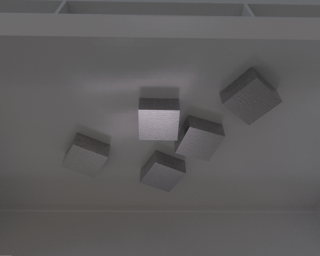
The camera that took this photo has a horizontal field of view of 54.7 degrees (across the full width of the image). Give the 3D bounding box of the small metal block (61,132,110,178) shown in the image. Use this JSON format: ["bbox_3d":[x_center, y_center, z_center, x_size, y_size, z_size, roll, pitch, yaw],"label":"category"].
[{"bbox_3d":[-0.106,0.040,0.442,0.050,0.025,0.050,23,126,-19],"label":"small metal block"}]

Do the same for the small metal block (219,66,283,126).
[{"bbox_3d":[0.110,-0.038,0.378,0.050,0.025,0.050,34,122,-26],"label":"small metal block"}]

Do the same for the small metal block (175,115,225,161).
[{"bbox_3d":[0.053,0.015,0.422,0.050,0.025,0.050,15,129,-13],"label":"small metal block"}]

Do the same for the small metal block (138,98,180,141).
[{"bbox_3d":[-0.002,-0.011,0.400,0.050,0.025,0.050,1,130,-1],"label":"small metal block"}]

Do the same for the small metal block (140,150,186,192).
[{"bbox_3d":[0.004,0.066,0.465,0.050,0.025,0.050,22,127,-18],"label":"small metal block"}]
